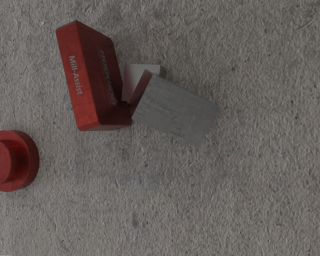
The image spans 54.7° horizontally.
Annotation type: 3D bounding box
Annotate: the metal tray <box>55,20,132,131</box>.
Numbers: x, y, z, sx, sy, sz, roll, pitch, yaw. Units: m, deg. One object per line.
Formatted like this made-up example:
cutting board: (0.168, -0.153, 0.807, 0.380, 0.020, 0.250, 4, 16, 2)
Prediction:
metal tray: (-0.082, -0.062, 0.403, 0.030, 0.090, 0.129, -16, 85, 19)

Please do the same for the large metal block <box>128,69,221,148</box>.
large metal block: (0.012, -0.026, 0.360, 0.080, 0.080, 0.050, 24, 100, -14)

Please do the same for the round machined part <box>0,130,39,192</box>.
round machined part: (-0.243, 0.052, 0.486, 0.098, 0.042, 0.097, 0, 90, 20)

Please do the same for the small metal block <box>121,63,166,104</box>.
small metal block: (-0.021, -0.059, 0.416, 0.050, 0.025, 0.050, 6, 92, 19)
